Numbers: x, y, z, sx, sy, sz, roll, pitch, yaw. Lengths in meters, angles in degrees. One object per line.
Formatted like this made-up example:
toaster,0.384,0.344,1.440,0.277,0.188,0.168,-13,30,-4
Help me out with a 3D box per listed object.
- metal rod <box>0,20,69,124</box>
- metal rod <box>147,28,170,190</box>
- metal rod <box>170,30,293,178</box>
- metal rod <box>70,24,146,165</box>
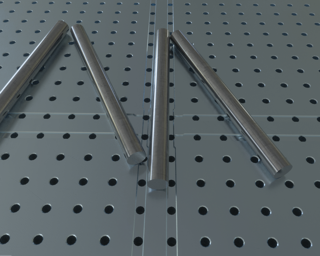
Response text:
metal rod,-0.209,-0.071,0.466,0.025,0.025,0.300,10,51,8
metal rod,0.001,-0.050,0.450,0.025,0.025,0.300,1,50,1
metal rod,0.087,-0.054,0.453,0.025,0.025,0.300,-18,52,-14
metal rod,-0.088,-0.069,0.464,0.025,0.025,0.300,-18,52,-15
